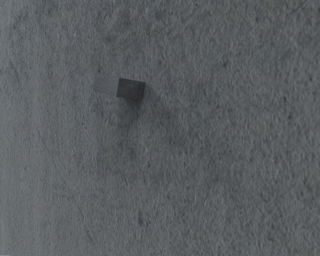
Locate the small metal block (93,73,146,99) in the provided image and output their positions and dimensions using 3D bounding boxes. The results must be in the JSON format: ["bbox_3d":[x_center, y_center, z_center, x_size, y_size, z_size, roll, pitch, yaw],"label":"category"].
[{"bbox_3d":[-0.057,-0.058,0.437,0.050,0.050,0.025,17,101,39],"label":"small metal block"}]
